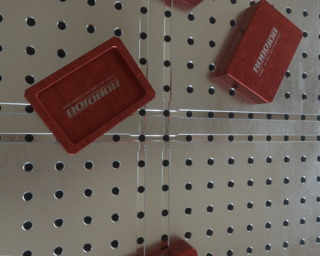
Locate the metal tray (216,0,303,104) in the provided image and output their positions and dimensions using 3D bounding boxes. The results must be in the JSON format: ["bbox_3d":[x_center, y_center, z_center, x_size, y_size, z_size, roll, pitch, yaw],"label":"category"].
[{"bbox_3d":[0.152,-0.113,0.468,0.090,0.030,0.130,31,80,-18],"label":"metal tray"}]

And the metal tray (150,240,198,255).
[{"bbox_3d":[-0.004,0.219,0.409,0.131,0.030,0.089,-18,96,-20],"label":"metal tray"}]

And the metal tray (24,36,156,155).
[{"bbox_3d":[-0.082,-0.040,0.380,0.131,0.030,0.090,-37,102,-17],"label":"metal tray"}]

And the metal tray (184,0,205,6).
[{"bbox_3d":[0.036,-0.248,0.424,0.091,0.030,0.129,17,84,-20],"label":"metal tray"}]
